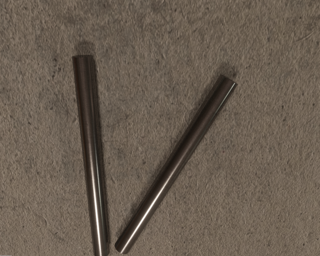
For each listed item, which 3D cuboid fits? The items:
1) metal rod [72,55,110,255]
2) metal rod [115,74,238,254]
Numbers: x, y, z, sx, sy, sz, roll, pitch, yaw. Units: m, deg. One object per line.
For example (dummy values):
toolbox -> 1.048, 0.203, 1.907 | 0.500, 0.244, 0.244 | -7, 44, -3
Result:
metal rod -> -0.092, 0.052, 0.427 | 0.025, 0.025, 0.298 | -1, 110, 0
metal rod -> 0.014, 0.061, 0.432 | 0.025, 0.025, 0.298 | 28, 108, -10
